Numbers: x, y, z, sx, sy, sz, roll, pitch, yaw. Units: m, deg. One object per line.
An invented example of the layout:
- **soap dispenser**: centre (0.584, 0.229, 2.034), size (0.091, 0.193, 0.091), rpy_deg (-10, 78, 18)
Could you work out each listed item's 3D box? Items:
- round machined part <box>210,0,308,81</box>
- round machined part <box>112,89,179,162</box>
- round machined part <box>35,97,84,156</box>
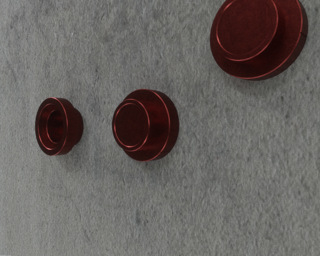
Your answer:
- **round machined part**: centre (0.093, -0.099, 0.316), size (0.098, 0.042, 0.097), rpy_deg (0, 90, 39)
- **round machined part**: centre (-0.026, -0.004, 0.413), size (0.098, 0.042, 0.097), rpy_deg (0, 90, 39)
- **round machined part**: centre (-0.169, -0.003, 0.530), size (0.098, 0.042, 0.097), rpy_deg (0, 90, 39)
